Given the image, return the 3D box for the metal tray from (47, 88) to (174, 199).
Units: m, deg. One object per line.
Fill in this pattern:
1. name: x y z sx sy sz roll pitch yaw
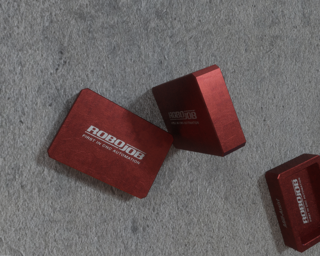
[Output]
1. metal tray: -0.059 0.021 0.385 0.131 0.030 0.090 29 80 -18

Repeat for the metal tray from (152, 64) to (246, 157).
1. metal tray: 0.039 -0.018 0.367 0.030 0.130 0.090 -24 98 -18

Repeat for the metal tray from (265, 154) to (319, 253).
1. metal tray: 0.226 0.116 0.489 0.091 0.030 0.129 -20 97 -19
